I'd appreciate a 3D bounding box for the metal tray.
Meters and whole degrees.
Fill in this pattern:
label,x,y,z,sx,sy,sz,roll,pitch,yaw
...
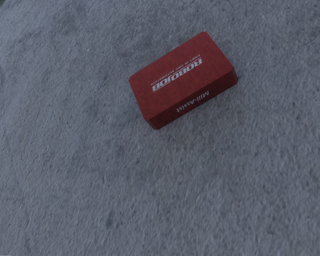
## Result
label,x,y,z,sx,sy,sz,roll,pitch,yaw
metal tray,0.028,-0.066,0.428,0.130,0.030,0.090,-30,52,8
